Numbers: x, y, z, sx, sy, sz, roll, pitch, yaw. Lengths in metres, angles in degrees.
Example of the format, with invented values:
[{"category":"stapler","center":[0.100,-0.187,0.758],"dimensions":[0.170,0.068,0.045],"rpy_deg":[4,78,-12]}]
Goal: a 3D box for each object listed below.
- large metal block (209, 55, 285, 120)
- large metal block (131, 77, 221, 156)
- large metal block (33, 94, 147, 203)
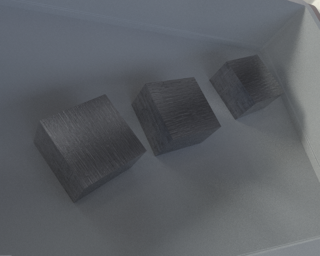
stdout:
[{"category":"large metal block","center":[0.143,-0.069,0.511],"dimensions":[0.081,0.050,0.080],"rpy_deg":[-19,72,-36]},{"category":"large metal block","center":[0.021,-0.017,0.413],"dimensions":[0.081,0.050,0.080],"rpy_deg":[-13,69,-34]},{"category":"large metal block","center":[-0.076,0.020,0.337],"dimensions":[0.081,0.050,0.080],"rpy_deg":[-30,78,-38]}]
